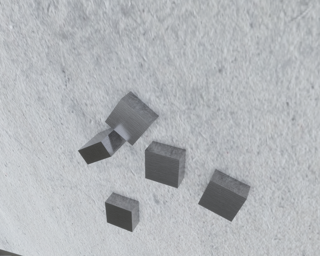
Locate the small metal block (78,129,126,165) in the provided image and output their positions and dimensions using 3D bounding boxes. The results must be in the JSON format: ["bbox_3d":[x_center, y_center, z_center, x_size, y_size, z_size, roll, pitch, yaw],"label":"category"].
[{"bbox_3d":[-0.080,0.023,0.446,0.050,0.050,0.025,-20,108,35],"label":"small metal block"}]

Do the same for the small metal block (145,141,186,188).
[{"bbox_3d":[0.007,0.051,0.433,0.050,0.025,0.050,14,124,20],"label":"small metal block"}]

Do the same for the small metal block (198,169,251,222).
[{"bbox_3d":[0.086,0.091,0.417,0.050,0.025,0.050,26,128,11],"label":"small metal block"}]

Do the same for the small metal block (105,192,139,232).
[{"bbox_3d":[-0.064,0.143,0.527,0.050,0.025,0.050,14,124,19],"label":"small metal block"}]

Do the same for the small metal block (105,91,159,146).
[{"bbox_3d":[-0.038,-0.012,0.418,0.050,0.025,0.050,42,129,-1],"label":"small metal block"}]
